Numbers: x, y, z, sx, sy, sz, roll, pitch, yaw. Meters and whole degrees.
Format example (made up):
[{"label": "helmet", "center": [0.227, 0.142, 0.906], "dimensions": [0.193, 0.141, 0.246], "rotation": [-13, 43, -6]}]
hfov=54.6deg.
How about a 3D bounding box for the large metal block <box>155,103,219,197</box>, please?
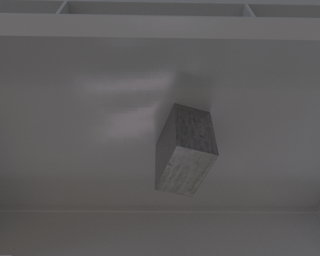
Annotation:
[{"label": "large metal block", "center": [0.030, 0.028, 0.397], "dimensions": [0.050, 0.080, 0.079], "rotation": [14, 129, -12]}]
